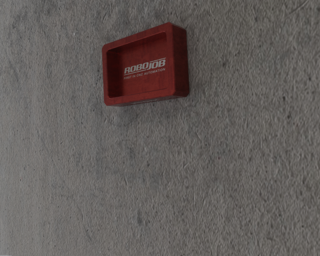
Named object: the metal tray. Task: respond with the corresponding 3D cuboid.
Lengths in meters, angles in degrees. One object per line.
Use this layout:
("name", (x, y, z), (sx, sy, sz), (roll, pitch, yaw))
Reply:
("metal tray", (-0.024, -0.080, 0.421), (0.130, 0.030, 0.089), (-5, 87, 40))
